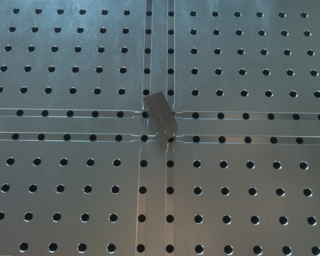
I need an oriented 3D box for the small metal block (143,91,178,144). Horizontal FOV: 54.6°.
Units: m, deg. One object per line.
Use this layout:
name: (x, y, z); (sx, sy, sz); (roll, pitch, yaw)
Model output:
small metal block: (0.001, -0.012, 0.403); (0.025, 0.050, 0.050); (-21, 72, -7)
